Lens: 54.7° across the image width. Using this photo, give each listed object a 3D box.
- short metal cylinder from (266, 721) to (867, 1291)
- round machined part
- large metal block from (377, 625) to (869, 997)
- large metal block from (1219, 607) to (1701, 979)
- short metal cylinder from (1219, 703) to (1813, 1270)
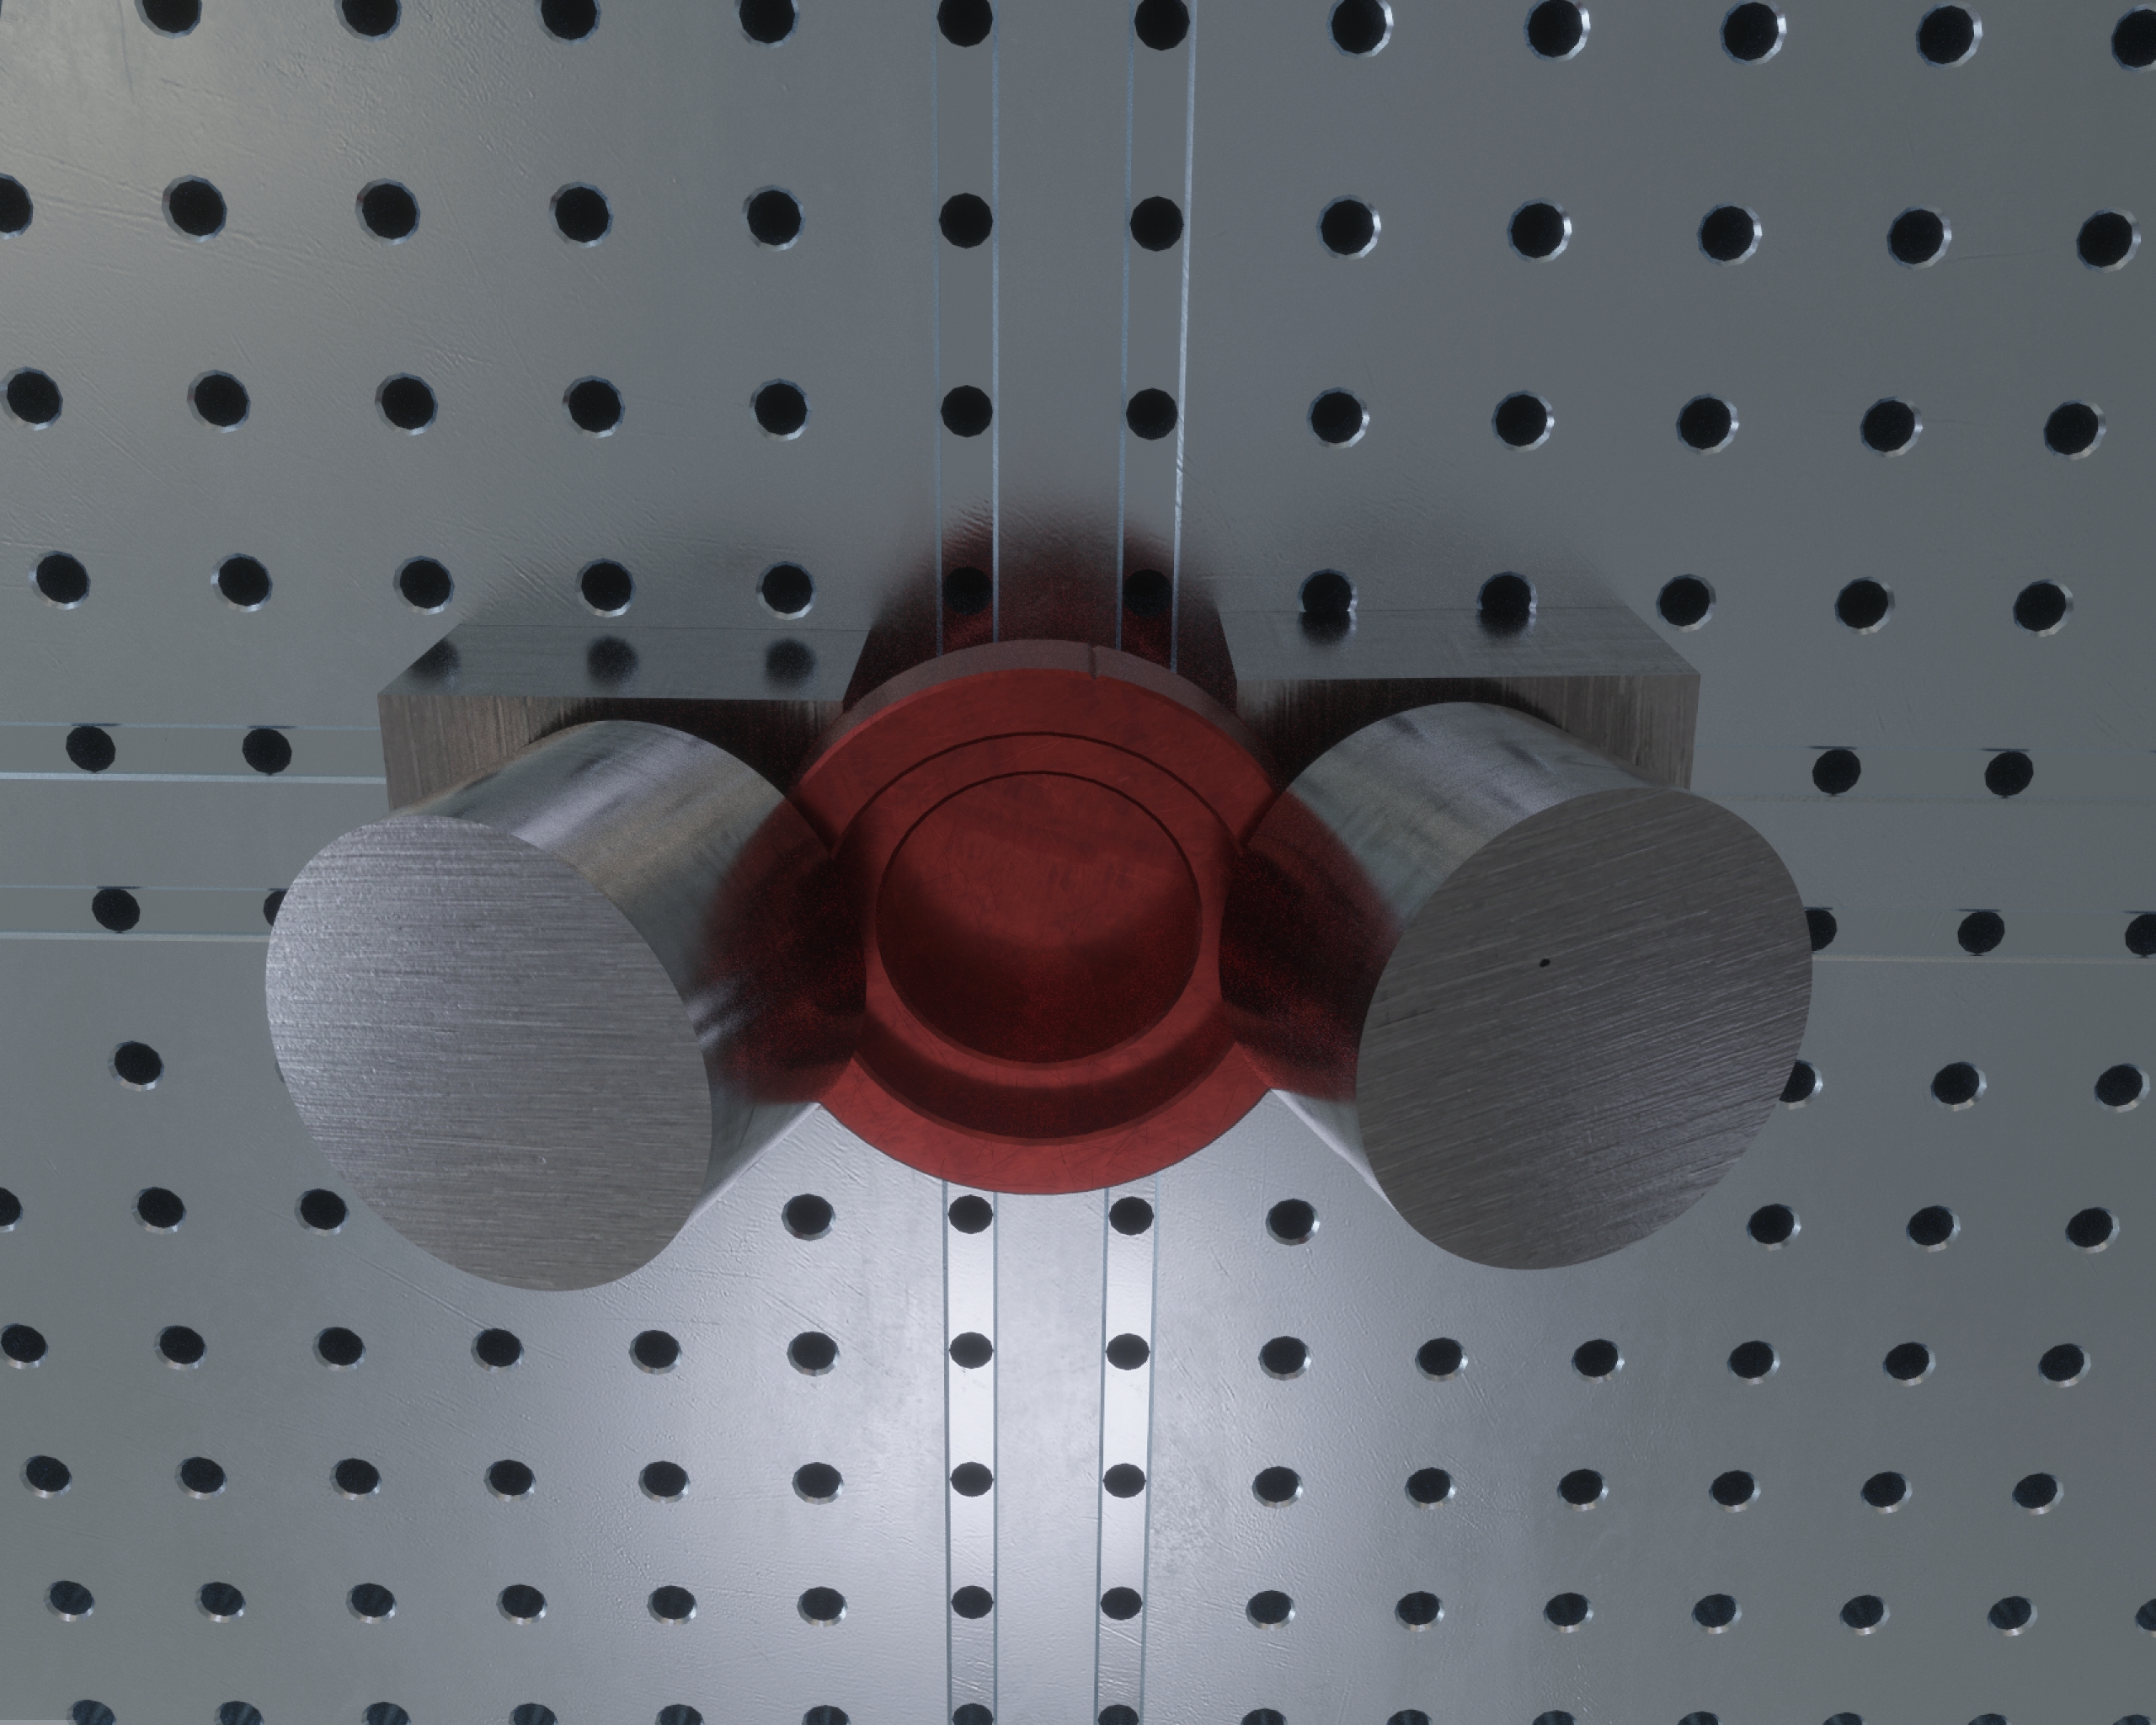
[{"bbox_3d":[-0.082,0.022,0.340,0.080,0.050,0.079,8,113,20],"label":"short metal cylinder"},{"bbox_3d":[-0.007,0.007,0.375,0.099,0.042,0.097,0,110,0],"label":"round machined part"},{"bbox_3d":[-0.082,0.000,0.399,0.081,0.050,0.079,1,110,-1],"label":"large metal block"},{"bbox_3d":[0.068,-0.004,0.399,0.080,0.050,0.079,-1,110,0],"label":"large metal block"},{"bbox_3d":[0.070,0.019,0.340,0.081,0.050,0.079,-7,111,-19],"label":"short metal cylinder"}]
